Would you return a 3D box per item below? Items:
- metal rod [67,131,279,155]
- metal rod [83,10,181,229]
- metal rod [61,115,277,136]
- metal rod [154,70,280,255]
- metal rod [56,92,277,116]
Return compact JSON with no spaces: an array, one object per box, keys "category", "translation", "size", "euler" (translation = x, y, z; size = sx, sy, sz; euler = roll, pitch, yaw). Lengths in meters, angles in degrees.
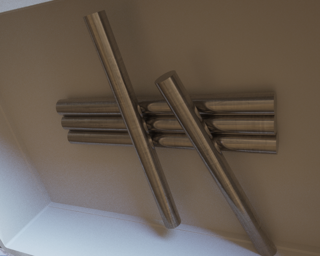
[{"category":"metal rod","translation":[-0.002,0.015,0.416],"size":[0.301,0.025,0.025],"euler":[1,119,27]},{"category":"metal rod","translation":[-0.027,0.007,0.391],"size":[0.025,0.025,0.298],"euler":[-5,116,30]},{"category":"metal rod","translation":[-0.008,-0.007,0.406],"size":[0.301,0.025,0.025],"euler":[1,119,27]},{"category":"metal rod","translation":[0.080,0.063,0.377],"size":[0.025,0.025,0.299],"euler":[-17,117,34]},{"category":"metal rod","translation":[-0.012,-0.028,0.395],"size":[0.301,0.025,0.025],"euler":[1,119,27]}]
